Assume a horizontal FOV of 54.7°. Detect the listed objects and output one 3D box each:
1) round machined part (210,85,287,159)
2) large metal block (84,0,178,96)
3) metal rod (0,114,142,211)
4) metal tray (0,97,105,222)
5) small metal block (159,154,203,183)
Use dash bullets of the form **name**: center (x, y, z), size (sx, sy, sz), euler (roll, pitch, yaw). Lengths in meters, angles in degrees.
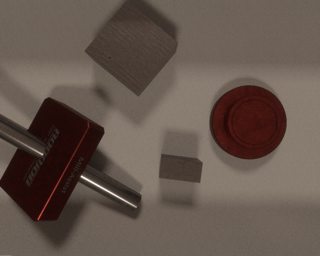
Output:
- **round machined part**: center (0.117, -0.007, 0.405), size (0.099, 0.042, 0.097), euler (0, 90, -1)
- **large metal block**: center (-0.035, -0.098, 0.398), size (0.080, 0.050, 0.080), euler (39, 90, -1)
- **metal rod**: center (-0.155, 0.021, 0.380), size (0.301, 0.025, 0.025), euler (33, 90, -12)
- **metal tray**: center (-0.136, 0.037, 0.385), size (0.090, 0.030, 0.130), euler (28, 90, 31)
- **small metal block**: center (0.025, 0.051, 0.399), size (0.050, 0.050, 0.025), euler (7, 90, -1)
